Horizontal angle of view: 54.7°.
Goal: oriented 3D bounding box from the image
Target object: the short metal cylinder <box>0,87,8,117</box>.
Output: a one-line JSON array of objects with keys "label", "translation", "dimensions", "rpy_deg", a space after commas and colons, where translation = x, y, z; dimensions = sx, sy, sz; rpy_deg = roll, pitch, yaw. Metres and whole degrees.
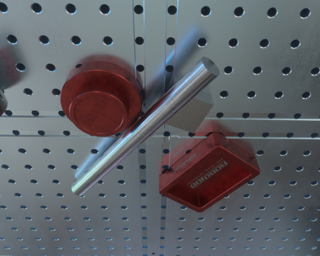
[{"label": "short metal cylinder", "translation": [-0.220, -0.036, 0.342], "dimensions": [0.080, 0.080, 0.050], "rpy_deg": [-5, 130, 3]}]

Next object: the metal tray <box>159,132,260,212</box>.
[{"label": "metal tray", "translation": [0.072, 0.072, 0.470], "dimensions": [0.090, 0.030, 0.129], "rpy_deg": [31, 123, -24]}]

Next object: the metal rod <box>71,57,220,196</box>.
[{"label": "metal rod", "translation": [-0.039, 0.017, 0.404], "dimensions": [0.025, 0.025, 0.299], "rpy_deg": [30, 130, -24]}]

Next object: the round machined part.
[{"label": "round machined part", "translation": [-0.071, -0.028, 0.376], "dimensions": [0.099, 0.042, 0.097], "rpy_deg": [-1, 130, 0]}]

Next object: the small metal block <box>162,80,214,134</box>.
[{"label": "small metal block", "translation": [0.031, -0.026, 0.390], "dimensions": [0.050, 0.025, 0.050], "rpy_deg": [19, 128, -16]}]
